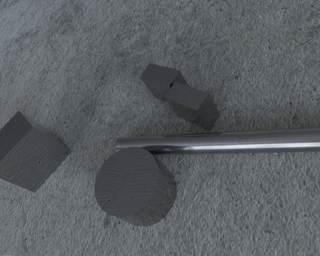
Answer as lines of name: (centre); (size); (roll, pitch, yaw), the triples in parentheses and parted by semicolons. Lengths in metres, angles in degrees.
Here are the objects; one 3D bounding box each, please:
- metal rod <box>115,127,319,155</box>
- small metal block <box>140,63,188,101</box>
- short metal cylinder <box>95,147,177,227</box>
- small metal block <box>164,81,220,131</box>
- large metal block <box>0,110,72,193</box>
metal rod: (0.083, 0.016, 0.349); (0.301, 0.025, 0.025); (-4, 60, 26)
small metal block: (0.009, -0.058, 0.417); (0.050, 0.050, 0.025); (21, 73, 35)
short metal cylinder: (-0.027, 0.068, 0.359); (0.080, 0.050, 0.080); (-13, 56, 20)
small metal block: (0.041, -0.027, 0.382); (0.050, 0.050, 0.025); (27, 77, 37)
large metal block: (-0.191, 0.035, 0.445); (0.080, 0.080, 0.050); (-49, 52, -6)
